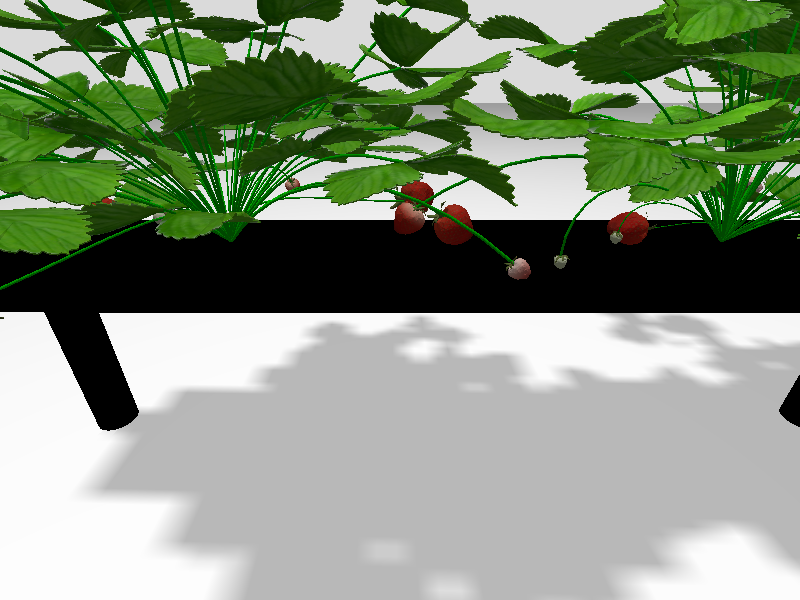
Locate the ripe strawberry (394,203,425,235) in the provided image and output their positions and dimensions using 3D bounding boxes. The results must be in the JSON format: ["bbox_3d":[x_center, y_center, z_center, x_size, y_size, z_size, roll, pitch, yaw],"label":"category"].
[{"bbox_3d":[0.007,-0.076,0.384,0.030,0.031,0.029,37,25,-14],"label":"ripe strawberry"}]

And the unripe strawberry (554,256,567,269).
[{"bbox_3d":[0.122,-0.029,0.305,0.010,0.010,0.011,-10,30,-19],"label":"unripe strawberry"}]

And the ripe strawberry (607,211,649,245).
[{"bbox_3d":[0.200,-0.063,0.354,0.030,0.029,0.033,-3,28,-4],"label":"ripe strawberry"}]

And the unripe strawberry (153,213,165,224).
[{"bbox_3d":[-0.243,-0.086,0.409,0.019,0.017,0.019,15,31,27],"label":"unripe strawberry"}]

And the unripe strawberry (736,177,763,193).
[{"bbox_3d":[0.444,-0.144,0.510,0.028,0.026,0.026,22,35,36],"label":"unripe strawberry"}]

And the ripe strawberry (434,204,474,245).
[{"bbox_3d":[0.050,-0.066,0.361,0.035,0.035,0.033,31,24,-15],"label":"ripe strawberry"}]

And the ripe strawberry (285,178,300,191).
[{"bbox_3d":[-0.143,-0.151,0.535,0.019,0.020,0.020,2,-19,3],"label":"ripe strawberry"}]

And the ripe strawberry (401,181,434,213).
[{"bbox_3d":[0.019,-0.109,0.430,0.038,0.040,0.035,-12,30,-22],"label":"ripe strawberry"}]

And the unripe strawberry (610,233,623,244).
[{"bbox_3d":[0.187,-0.054,0.347,0.010,0.010,0.009,-5,28,-9],"label":"unripe strawberry"}]

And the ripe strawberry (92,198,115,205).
[{"bbox_3d":[-0.289,-0.084,0.390,0.031,0.031,0.035,6,29,13],"label":"ripe strawberry"}]

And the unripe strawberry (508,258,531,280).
[{"bbox_3d":[0.087,-0.021,0.290,0.016,0.016,0.014,37,33,0],"label":"unripe strawberry"}]
